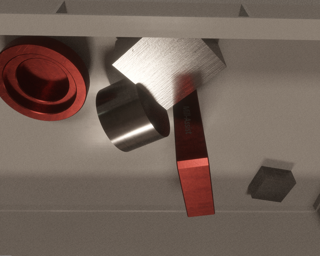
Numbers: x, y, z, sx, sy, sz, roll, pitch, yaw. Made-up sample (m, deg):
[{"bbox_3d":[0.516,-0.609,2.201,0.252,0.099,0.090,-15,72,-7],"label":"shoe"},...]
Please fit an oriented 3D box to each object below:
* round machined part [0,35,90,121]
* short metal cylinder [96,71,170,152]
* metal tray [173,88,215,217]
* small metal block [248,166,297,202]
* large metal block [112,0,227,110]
[{"bbox_3d":[-0.128,-0.058,0.347,0.099,0.042,0.097,-1,130,0],"label":"round machined part"},{"bbox_3d":[-0.029,-0.018,0.357,0.050,0.080,0.080,-22,127,18],"label":"short metal cylinder"},{"bbox_3d":[0.038,0.024,0.361,0.030,0.130,0.090,-8,130,6],"label":"metal tray"},{"bbox_3d":[0.176,0.089,0.488,0.050,0.025,0.050,10,130,-9],"label":"small metal block"},{"bbox_3d":[0.009,-0.078,0.324,0.080,0.050,0.080,-35,125,26],"label":"large metal block"}]
